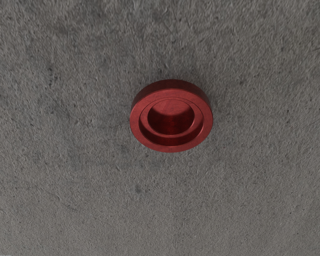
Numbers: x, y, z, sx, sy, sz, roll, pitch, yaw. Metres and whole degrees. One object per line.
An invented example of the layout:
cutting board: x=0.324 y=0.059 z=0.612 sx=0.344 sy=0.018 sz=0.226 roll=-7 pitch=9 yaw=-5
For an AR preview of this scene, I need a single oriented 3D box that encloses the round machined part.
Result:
round machined part: x=0.014 y=-0.019 z=0.380 sx=0.099 sy=0.042 sz=0.097 roll=0 pitch=130 yaw=0
